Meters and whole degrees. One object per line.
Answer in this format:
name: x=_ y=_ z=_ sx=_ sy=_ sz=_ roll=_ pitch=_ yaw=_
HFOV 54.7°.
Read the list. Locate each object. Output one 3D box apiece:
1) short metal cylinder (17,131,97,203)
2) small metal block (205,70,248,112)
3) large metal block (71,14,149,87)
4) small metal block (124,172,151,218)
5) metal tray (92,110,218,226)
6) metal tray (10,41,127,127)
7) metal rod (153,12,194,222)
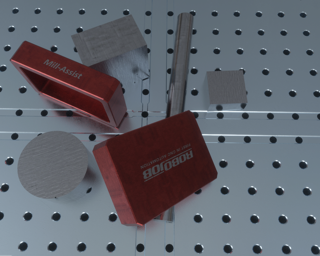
short metal cylinder: x=-0.123 y=0.049 z=0.379 sx=0.081 sy=0.050 sz=0.080 roll=0 pitch=70 yaw=0
small metal block: x=0.091 y=-0.052 z=0.431 sx=0.050 sy=0.025 sz=0.050 roll=-2 pitch=70 yaw=-1
large metal block: x=-0.063 y=-0.094 z=0.416 sx=0.080 sy=0.080 sz=0.050 roll=-23 pitch=72 yaw=-8
small metal block: x=-0.025 y=0.082 z=0.368 sx=0.025 sy=0.050 sz=0.050 roll=5 pitch=70 yaw=2
metal tray: x=0.001 y=0.040 z=0.347 sx=0.131 sy=0.030 sz=0.090 roll=-21 pitch=89 yaw=-41
metal tray: x=-0.111 y=-0.052 z=0.395 sx=0.130 sy=0.090 sz=0.030 roll=23 pitch=72 yaw=8
metal rod: x=0.021 y=-0.028 z=0.421 sx=0.025 sy=0.025 sz=0.299 roll=7 pitch=70 yaw=2
